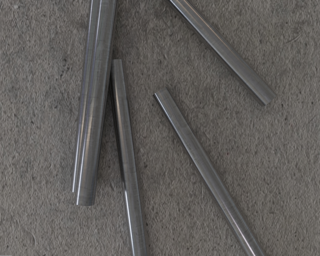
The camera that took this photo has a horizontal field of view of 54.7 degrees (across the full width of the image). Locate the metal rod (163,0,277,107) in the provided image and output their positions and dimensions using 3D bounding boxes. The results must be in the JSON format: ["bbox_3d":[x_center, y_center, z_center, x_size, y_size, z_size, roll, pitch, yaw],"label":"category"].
[{"bbox_3d":[0.043,-0.147,0.409,0.025,0.025,0.300,-43,90,0],"label":"metal rod"}]

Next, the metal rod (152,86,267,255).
[{"bbox_3d":[0.076,0.081,0.410,0.025,0.025,0.299,-30,90,0],"label":"metal rod"}]

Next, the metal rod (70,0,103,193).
[{"bbox_3d":[-0.090,-0.066,0.409,0.025,0.025,0.298,6,90,0],"label":"metal rod"}]

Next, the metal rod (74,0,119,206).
[{"bbox_3d":[-0.077,-0.054,0.387,0.025,0.025,0.298,7,89,0],"label":"metal rod"}]

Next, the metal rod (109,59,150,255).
[{"bbox_3d":[-0.040,0.060,0.409,0.025,0.025,0.298,-7,90,0],"label":"metal rod"}]
